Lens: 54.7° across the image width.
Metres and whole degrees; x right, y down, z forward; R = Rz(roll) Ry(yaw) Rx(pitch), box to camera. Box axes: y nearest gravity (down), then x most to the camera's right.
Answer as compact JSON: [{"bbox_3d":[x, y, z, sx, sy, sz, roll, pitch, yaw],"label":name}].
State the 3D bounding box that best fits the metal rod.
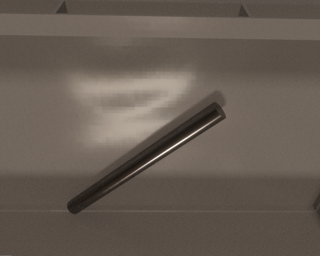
[{"bbox_3d":[-0.035,0.055,0.455,0.299,0.025,0.025,-35,122,26],"label":"metal rod"}]
